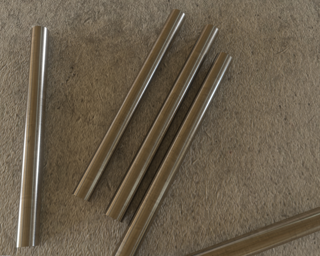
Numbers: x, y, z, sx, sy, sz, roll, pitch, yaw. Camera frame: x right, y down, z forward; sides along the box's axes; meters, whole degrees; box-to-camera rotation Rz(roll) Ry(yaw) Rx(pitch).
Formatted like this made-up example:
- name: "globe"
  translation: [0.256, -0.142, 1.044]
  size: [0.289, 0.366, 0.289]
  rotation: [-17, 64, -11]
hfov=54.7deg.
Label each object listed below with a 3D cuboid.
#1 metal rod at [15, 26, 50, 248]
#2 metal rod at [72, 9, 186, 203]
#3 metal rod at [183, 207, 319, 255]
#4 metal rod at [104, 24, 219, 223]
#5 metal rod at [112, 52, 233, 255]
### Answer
- name: "metal rod"
  translation: [-0.165, -0.003, 0.407]
  size: [0.025, 0.025, 0.299]
  rotation: [-4, 70, -2]
- name: "metal rod"
  translation: [-0.034, -0.043, 0.423]
  size: [0.025, 0.025, 0.300]
  rotation: [23, 71, 8]
- name: "metal rod"
  translation: [0.053, 0.151, 0.353]
  size: [0.302, 0.025, 0.025]
  rotation: [-17, 71, -7]
- name: "metal rod"
  translation: [0.010, -0.019, 0.414]
  size: [0.025, 0.025, 0.300]
  rotation: [25, 72, 8]
- name: "metal rod"
  translation: [0.025, 0.025, 0.398]
  size: [0.025, 0.025, 0.300]
  rotation: [26, 72, 9]
